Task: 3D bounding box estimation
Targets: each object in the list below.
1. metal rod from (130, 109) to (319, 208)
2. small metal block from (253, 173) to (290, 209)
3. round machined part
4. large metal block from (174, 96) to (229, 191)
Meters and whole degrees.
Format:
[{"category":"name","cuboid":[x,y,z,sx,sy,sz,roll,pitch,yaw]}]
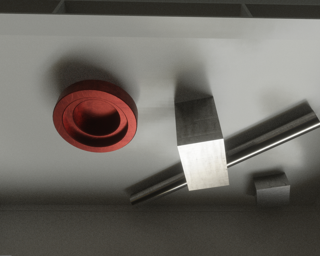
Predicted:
[{"category":"metal rod","cuboid":[0.081,0.053,0.455,0.300,0.025,0.025,-29,125,22]},{"category":"small metal block","cuboid":[0.179,0.102,0.499,0.050,0.025,0.050,-10,130,8]},{"category":"round machined part","cuboid":[-0.076,-0.019,0.381,0.099,0.042,0.097,-1,130,0]},{"category":"large metal block","cuboid":[0.052,0.019,0.390,0.050,0.080,0.080,-10,130,8]}]
